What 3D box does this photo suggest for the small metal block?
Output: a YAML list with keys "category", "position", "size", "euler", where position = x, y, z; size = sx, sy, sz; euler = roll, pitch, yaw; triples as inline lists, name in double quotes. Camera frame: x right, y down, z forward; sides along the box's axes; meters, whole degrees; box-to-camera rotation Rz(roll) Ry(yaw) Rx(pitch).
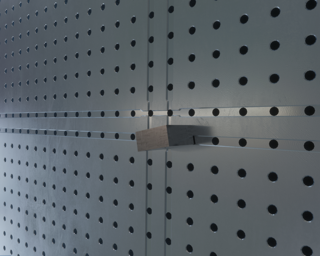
- category: "small metal block"
  position: [0.006, 0.013, 0.389]
  size: [0.050, 0.050, 0.025]
  euler: [-13, 82, 39]
